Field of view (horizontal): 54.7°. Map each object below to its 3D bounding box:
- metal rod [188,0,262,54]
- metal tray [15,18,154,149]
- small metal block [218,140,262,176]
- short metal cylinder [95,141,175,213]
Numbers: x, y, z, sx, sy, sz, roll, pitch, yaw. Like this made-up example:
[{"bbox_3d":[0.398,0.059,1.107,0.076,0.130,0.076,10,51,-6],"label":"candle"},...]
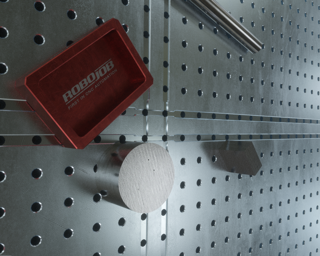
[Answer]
[{"bbox_3d":[0.063,-0.192,0.463,0.302,0.025,0.025,23,76,-38],"label":"metal rod"},{"bbox_3d":[-0.075,-0.050,0.343,0.131,0.030,0.090,-47,118,-30],"label":"metal tray"},{"bbox_3d":[0.131,0.048,0.506,0.025,0.050,0.050,-44,117,-31],"label":"small metal block"},{"bbox_3d":[-0.029,0.056,0.370,0.081,0.050,0.079,0,90,-40],"label":"short metal cylinder"}]
